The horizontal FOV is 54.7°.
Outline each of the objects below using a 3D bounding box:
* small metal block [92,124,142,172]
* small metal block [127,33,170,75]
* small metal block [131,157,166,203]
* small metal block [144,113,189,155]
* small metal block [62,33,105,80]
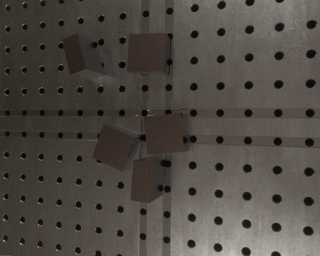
[{"bbox_3d":[-0.060,0.026,0.433,0.050,0.025,0.050,22,97,18],"label":"small metal block"},{"bbox_3d":[-0.015,-0.099,0.417,0.050,0.025,0.050,4,91,19],"label":"small metal block"},{"bbox_3d":[-0.014,0.066,0.404,0.025,0.050,0.050,5,92,20],"label":"small metal block"},{"bbox_3d":[0.009,0.008,0.409,0.050,0.025,0.050,-6,88,19],"label":"small metal block"},{"bbox_3d":[-0.106,-0.098,0.435,0.025,0.050,0.050,-16,85,19],"label":"small metal block"}]
